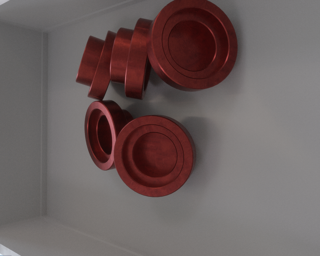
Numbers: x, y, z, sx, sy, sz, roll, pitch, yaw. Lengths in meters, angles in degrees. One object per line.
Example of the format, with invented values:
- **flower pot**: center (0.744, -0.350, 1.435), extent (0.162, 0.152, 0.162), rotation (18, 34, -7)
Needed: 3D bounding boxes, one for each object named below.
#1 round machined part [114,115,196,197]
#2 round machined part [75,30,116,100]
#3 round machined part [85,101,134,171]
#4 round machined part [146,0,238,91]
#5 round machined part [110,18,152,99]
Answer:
- **round machined part**: center (-0.004, 0.032, 0.384), extent (0.098, 0.042, 0.097), rotation (1, 94, 16)
- **round machined part**: center (-0.088, -0.090, 0.436), extent (0.098, 0.042, 0.097), rotation (-162, 89, -75)
- **round machined part**: center (-0.068, 0.009, 0.442), extent (0.098, 0.042, 0.097), rotation (14, 108, 51)
- **round machined part**: center (0.032, -0.089, 0.343), extent (0.042, 0.099, 0.097), rotation (176, 93, -72)
- **round machined part**: center (-0.033, -0.087, 0.385), extent (0.042, 0.098, 0.097), rotation (11, 99, 0)
